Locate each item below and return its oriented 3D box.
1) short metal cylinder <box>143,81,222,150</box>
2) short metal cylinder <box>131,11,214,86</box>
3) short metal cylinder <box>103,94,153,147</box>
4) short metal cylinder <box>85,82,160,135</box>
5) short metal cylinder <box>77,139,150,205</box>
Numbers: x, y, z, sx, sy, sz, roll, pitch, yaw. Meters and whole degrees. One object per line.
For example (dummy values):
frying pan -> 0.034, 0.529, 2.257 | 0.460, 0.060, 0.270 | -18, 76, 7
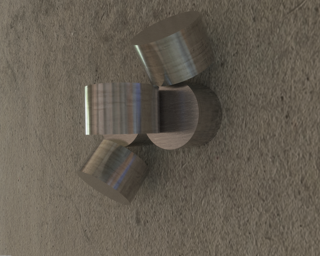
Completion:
short metal cylinder -> 0.026, -0.016, 0.367 | 0.080, 0.050, 0.079 | 0, 90, 39
short metal cylinder -> 0.015, -0.090, 0.348 | 0.080, 0.080, 0.050 | 1, 129, 39
short metal cylinder -> -0.037, -0.015, 0.417 | 0.080, 0.050, 0.079 | 0, 90, 39
short metal cylinder -> -0.040, -0.018, 0.337 | 0.080, 0.081, 0.050 | -2, 89, 39
short metal cylinder -> -0.061, 0.059, 0.410 | 0.080, 0.080, 0.050 | 10, 57, 39
